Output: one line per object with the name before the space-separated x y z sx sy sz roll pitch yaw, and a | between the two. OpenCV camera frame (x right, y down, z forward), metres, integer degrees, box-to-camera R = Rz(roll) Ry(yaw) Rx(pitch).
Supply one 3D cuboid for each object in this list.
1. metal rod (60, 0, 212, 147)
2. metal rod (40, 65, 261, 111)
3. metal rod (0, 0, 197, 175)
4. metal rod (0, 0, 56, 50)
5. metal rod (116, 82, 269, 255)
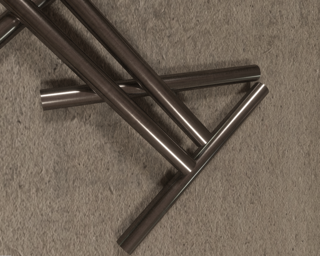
metal rod | -0.043 -0.089 0.366 0.300 0.025 0.025 46 76 -15
metal rod | 0.003 -0.057 0.410 0.303 0.025 0.025 -10 94 -20
metal rod | -0.067 -0.050 0.357 0.300 0.025 0.025 44 76 -15
metal rod | -0.136 -0.153 0.358 0.025 0.025 0.300 45 76 -15
metal rod | 0.053 0.046 0.430 0.301 0.025 0.025 -47 105 -14
